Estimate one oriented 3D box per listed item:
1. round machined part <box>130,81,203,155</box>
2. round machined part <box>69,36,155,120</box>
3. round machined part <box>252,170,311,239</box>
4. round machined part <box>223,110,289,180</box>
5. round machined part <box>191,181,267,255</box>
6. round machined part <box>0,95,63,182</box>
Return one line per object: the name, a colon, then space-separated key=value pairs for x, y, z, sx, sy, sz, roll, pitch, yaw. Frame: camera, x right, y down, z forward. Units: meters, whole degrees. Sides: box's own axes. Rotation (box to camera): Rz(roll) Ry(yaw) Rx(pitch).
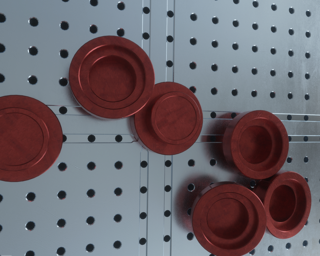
round machined part: x=0.014 y=-0.013 z=0.408 sx=0.099 sy=0.042 sz=0.097 roll=0 pitch=90 yaw=-20
round machined part: x=-0.058 y=-0.058 z=0.377 sx=0.099 sy=0.042 sz=0.098 roll=1 pitch=86 yaw=-13
round machined part: x=0.175 y=0.110 z=0.464 sx=0.099 sy=0.042 sz=0.097 roll=-1 pitch=92 yaw=-27
round machined part: x=0.134 y=0.024 z=0.452 sx=0.099 sy=0.042 sz=0.097 roll=0 pitch=90 yaw=-20
round machined part: x=0.091 y=0.122 z=0.427 sx=0.099 sy=0.042 sz=0.097 roll=0 pitch=90 yaw=-1
round machined part: x=-0.160 y=0.012 z=0.345 sx=0.099 sy=0.042 sz=0.097 roll=0 pitch=90 yaw=-20
